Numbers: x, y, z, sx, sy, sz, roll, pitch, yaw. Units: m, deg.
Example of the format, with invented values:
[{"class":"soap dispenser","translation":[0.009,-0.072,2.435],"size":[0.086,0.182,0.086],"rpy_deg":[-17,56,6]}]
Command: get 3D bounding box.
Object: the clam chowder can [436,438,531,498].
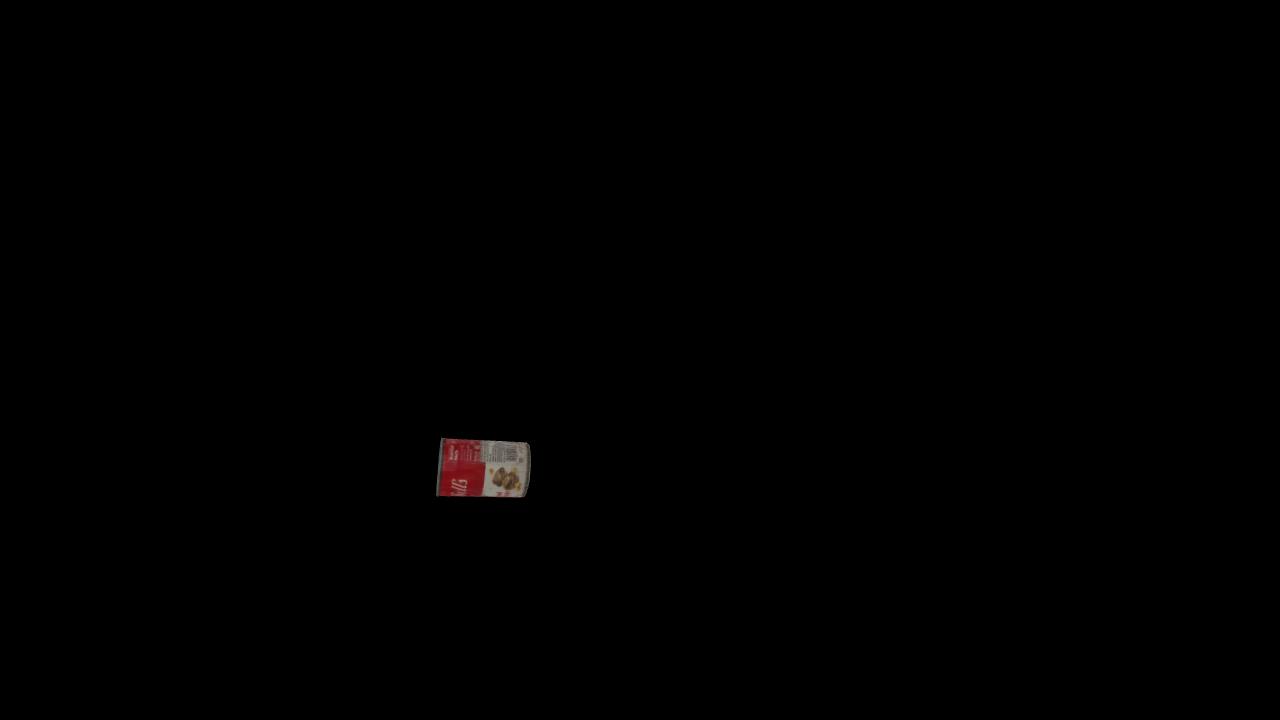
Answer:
[{"class":"clam chowder can","translation":[-0.185,0.128,0.728],"size":[0.102,0.068,0.068],"rpy_deg":[5,-2,-19]}]
